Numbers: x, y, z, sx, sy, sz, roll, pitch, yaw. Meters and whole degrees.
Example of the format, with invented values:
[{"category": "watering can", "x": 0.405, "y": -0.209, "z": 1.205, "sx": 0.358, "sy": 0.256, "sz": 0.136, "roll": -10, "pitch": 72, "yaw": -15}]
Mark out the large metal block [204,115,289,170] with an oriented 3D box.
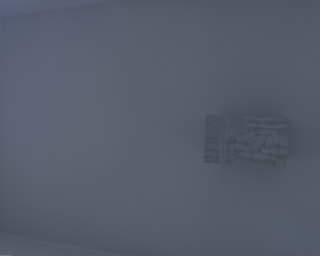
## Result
[{"category": "large metal block", "x": 0.098, "y": 0.013, "z": 0.347, "sx": 0.080, "sy": 0.080, "sz": 0.050, "roll": 3, "pitch": 91, "yaw": 20}]
